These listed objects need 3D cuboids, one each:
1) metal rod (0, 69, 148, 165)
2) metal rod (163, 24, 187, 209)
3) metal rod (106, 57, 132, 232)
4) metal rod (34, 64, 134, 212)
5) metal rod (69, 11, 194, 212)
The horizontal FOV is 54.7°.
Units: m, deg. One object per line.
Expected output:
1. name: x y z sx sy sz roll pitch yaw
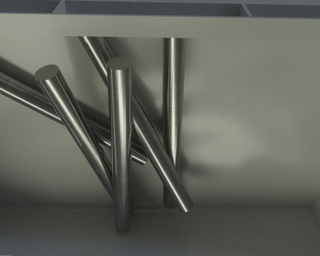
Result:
1. metal rod: -0.140 -0.028 0.383 0.301 0.025 0.025 30 124 -24
2. metal rod: 0.016 0.010 0.417 0.025 0.025 0.298 -1 130 0
3. metal rod: -0.050 0.047 0.403 0.025 0.025 0.298 3 132 -3
4. metal rod: -0.084 0.041 0.414 0.025 0.025 0.299 -9 139 7
5. metal rod: -0.021 0.002 0.388 0.025 0.025 0.299 -19 122 15
